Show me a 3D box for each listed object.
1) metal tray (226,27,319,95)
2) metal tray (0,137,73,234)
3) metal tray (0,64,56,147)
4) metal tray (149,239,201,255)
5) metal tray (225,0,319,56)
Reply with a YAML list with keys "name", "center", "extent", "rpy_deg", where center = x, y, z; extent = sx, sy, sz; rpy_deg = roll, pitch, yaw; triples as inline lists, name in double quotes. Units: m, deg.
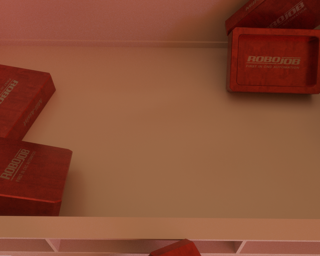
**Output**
- name: "metal tray"
  center: [0.165, -0.095, 0.449]
  extent: [0.131, 0.030, 0.089]
  rpy_deg: [2, 94, 1]
- name: "metal tray"
  center: [-0.138, 0.048, 0.299]
  extent: [0.091, 0.030, 0.130]
  rpy_deg: [12, 12, -14]
- name: "metal tray"
  center: [-0.215, -0.030, 0.424]
  extent: [0.090, 0.030, 0.130]
  rpy_deg: [11, 51, 8]
- name: "metal tray"
  center: [0.003, 0.148, 0.211]
  extent: [0.030, 0.129, 0.090]
  rpy_deg: [-5, 49, -37]
- name: "metal tray"
  center: [0.174, -0.163, 0.458]
  extent: [0.090, 0.130, 0.030]
  rpy_deg: [30, 43, -29]
